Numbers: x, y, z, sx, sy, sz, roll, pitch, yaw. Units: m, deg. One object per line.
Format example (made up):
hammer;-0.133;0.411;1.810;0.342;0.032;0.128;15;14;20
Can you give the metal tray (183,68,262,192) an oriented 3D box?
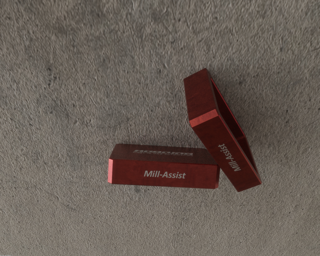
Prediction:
metal tray;0.074;0.004;0.367;0.030;0.090;0.130;-26;126;19

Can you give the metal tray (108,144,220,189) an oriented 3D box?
metal tray;0.004;0.047;0.402;0.131;0.090;0.030;4;99;-3
